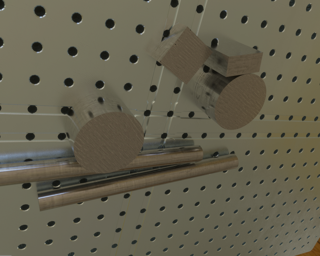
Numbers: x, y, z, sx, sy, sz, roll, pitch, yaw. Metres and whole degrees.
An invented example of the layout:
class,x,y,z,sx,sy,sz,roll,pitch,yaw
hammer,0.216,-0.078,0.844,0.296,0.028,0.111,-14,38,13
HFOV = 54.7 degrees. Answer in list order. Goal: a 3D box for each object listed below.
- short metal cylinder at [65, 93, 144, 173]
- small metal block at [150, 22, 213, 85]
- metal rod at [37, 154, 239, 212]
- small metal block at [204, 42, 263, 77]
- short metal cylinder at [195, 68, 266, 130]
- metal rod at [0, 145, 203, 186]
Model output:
class,x,y,z,sx,sy,sz,roll,pitch,yaw
short metal cylinder,-0.065,0.006,0.363,0.081,0.050,0.079,-14,124,-21
small metal block,0.026,-0.089,0.371,0.050,0.025,0.050,32,100,-38
metal rod,-0.015,0.073,0.448,0.303,0.025,0.025,-8,122,-25
small metal block,0.091,-0.088,0.390,0.050,0.050,0.025,-12,123,-22
short metal cylinder,0.095,-0.044,0.419,0.081,0.050,0.079,-14,125,-21
metal rod,-0.077,0.046,0.397,0.303,0.025,0.025,-4,120,-27
